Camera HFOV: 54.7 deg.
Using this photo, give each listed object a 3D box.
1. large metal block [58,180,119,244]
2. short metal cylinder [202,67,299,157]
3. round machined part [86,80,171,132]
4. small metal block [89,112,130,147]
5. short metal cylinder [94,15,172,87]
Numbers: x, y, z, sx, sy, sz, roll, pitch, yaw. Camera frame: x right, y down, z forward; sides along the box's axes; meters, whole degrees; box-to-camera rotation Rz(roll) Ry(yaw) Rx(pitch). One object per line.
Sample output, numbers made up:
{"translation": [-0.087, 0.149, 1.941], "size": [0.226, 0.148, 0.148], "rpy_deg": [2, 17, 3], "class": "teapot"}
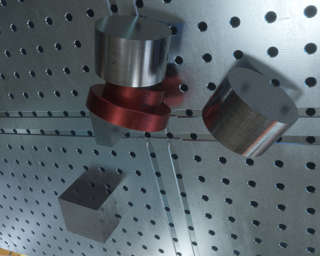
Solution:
{"translation": [-0.125, 0.148, 0.550], "size": [0.080, 0.050, 0.079], "rpy_deg": [10, 123, 22], "class": "large metal block"}
{"translation": [0.091, -0.017, 0.317], "size": [0.080, 0.080, 0.050], "rpy_deg": [35, 129, 5], "class": "short metal cylinder"}
{"translation": [-0.033, -0.035, 0.362], "size": [0.098, 0.098, 0.042], "rpy_deg": [23, 108, 14], "class": "round machined part"}
{"translation": [-0.067, -0.009, 0.423], "size": [0.025, 0.050, 0.050], "rpy_deg": [8, 122, 23], "class": "small metal block"}
{"translation": [-0.030, -0.086, 0.338], "size": [0.080, 0.080, 0.050], "rpy_deg": [20, 126, 16], "class": "short metal cylinder"}
